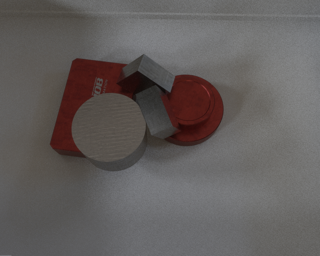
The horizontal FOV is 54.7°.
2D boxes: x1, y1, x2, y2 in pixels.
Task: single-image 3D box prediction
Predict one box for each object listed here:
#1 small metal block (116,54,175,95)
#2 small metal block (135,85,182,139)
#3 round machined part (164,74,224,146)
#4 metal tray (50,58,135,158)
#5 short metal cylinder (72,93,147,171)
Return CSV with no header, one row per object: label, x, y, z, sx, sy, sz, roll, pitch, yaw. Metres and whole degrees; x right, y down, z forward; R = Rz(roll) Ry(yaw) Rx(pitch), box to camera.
small metal block,-0.018,-0.060,0.389,0.050,0.050,0.025,31,62,-28
small metal block,0.000,-0.017,0.359,0.025,0.050,0.050,-24,78,11
round machined part,0.035,-0.029,0.409,0.099,0.042,0.098,0,70,-1
metal tray,-0.082,-0.025,0.411,0.091,0.030,0.130,7,70,2
short metal cylinder,-0.056,0.006,0.360,0.081,0.050,0.080,0,70,0
